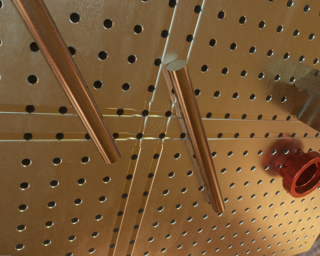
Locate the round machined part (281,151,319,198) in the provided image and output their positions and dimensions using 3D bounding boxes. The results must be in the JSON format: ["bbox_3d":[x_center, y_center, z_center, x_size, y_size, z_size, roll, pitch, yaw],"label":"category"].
[{"bbox_3d":[0.280,0.086,0.610,0.099,0.042,0.097,-14,125,-21],"label":"round machined part"}]

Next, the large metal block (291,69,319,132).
[{"bbox_3d":[0.267,-0.038,0.501,0.050,0.080,0.080,-35,129,-6],"label":"large metal block"}]

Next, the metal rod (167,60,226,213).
[{"bbox_3d":[0.063,0.033,0.468,0.025,0.025,0.299,-29,129,-10],"label":"metal rod"}]

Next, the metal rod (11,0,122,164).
[{"bbox_3d":[-0.103,-0.073,0.310,0.025,0.025,0.299,-29,129,-10],"label":"metal rod"}]
